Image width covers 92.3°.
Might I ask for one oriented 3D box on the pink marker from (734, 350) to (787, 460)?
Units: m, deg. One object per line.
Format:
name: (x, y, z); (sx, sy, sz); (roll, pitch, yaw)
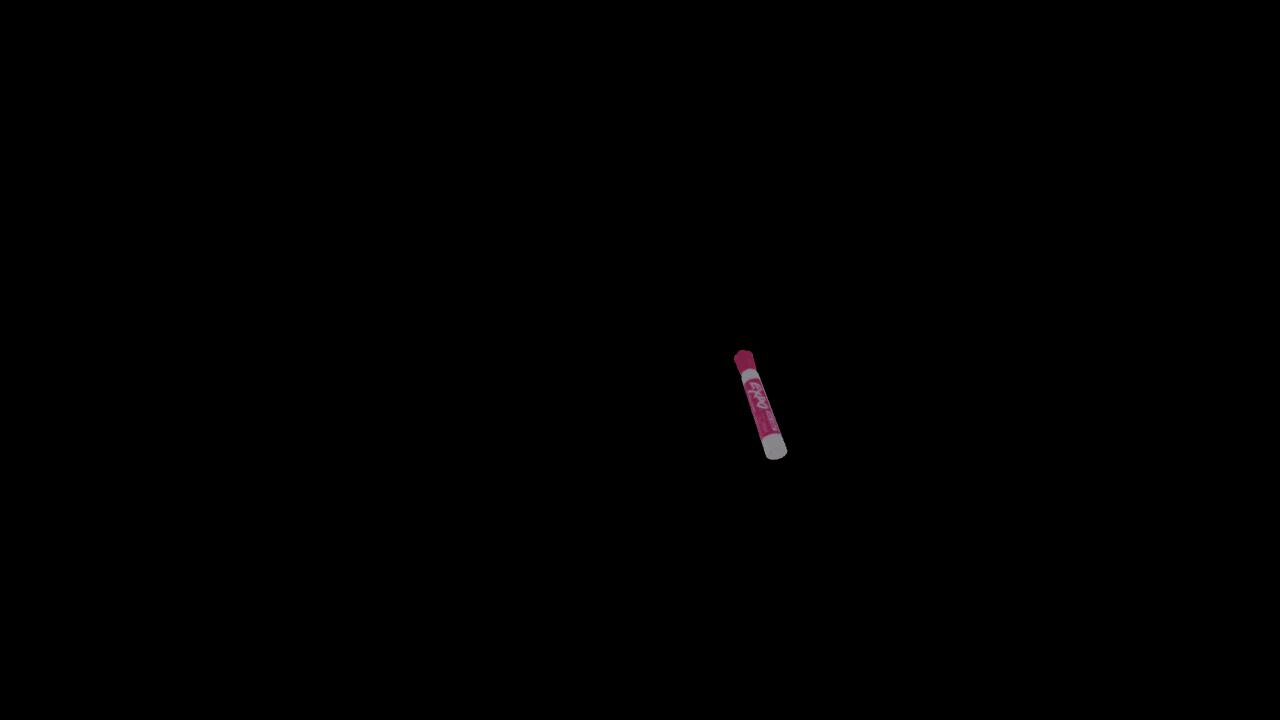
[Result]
pink marker: (0.108, 0.036, 0.563); (0.020, 0.121, 0.020); (-6, -43, -5)
